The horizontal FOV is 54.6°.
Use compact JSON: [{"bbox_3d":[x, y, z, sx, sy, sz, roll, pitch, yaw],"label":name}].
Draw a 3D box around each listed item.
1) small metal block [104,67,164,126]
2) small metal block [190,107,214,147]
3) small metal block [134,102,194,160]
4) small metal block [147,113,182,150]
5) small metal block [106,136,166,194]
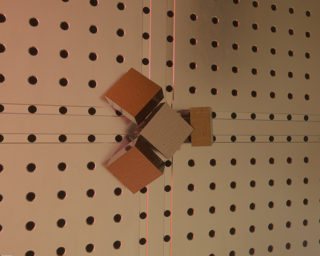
[{"bbox_3d":[-0.031,-0.040,0.388,0.050,0.025,0.050,36,75,20],"label":"small metal block"},{"bbox_3d":[0.057,-0.002,0.417,0.025,0.050,0.050,-2,91,13],"label":"small metal block"},{"bbox_3d":[0.005,0.004,0.387,0.050,0.025,0.050,43,76,-16],"label":"small metal block"},{"bbox_3d":[0.000,0.004,0.412,0.050,0.025,0.050,2,92,-20],"label":"small metal block"},{"bbox_3d":[-0.030,0.047,0.388,0.050,0.025,0.050,-38,105,22],"label":"small metal block"}]
